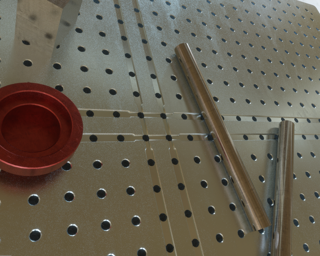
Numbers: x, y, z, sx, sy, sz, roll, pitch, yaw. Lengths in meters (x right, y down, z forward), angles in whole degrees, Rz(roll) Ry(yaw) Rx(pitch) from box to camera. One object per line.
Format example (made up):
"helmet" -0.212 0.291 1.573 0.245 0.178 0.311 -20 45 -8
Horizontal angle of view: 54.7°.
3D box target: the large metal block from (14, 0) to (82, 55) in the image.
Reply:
"large metal block" -0.138 -0.156 0.394 0.050 0.080 0.080 27 52 -12

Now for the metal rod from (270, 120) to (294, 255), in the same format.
"metal rod" 0.175 0.107 0.439 0.025 0.025 0.300 29 52 -11

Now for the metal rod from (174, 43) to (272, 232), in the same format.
"metal rod" 0.084 -0.001 0.455 0.025 0.025 0.299 -7 65 -32

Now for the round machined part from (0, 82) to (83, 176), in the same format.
"round machined part" -0.134 0.004 0.323 0.099 0.042 0.098 14 56 -21
